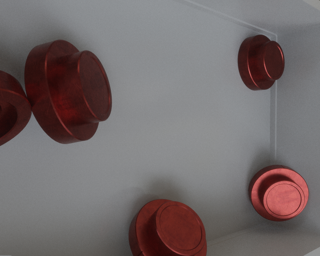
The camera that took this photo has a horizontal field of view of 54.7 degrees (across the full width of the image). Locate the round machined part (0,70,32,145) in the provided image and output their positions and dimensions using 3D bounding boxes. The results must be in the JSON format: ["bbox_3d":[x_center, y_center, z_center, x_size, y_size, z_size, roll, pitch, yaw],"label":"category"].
[{"bbox_3d":[-0.157,-0.016,0.239,0.099,0.097,0.042,-17,68,-39],"label":"round machined part"}]

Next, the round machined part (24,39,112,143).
[{"bbox_3d":[-0.079,-0.036,0.296,0.098,0.042,0.097,-12,90,-77],"label":"round machined part"}]

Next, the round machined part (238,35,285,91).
[{"bbox_3d":[0.185,-0.117,0.550,0.099,0.042,0.097,0,90,-40],"label":"round machined part"}]

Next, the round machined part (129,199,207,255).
[{"bbox_3d":[0.016,0.128,0.374,0.099,0.042,0.098,21,39,-18],"label":"round machined part"}]

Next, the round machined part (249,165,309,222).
[{"bbox_3d":[0.206,0.116,0.533,0.099,0.042,0.097,0,99,3],"label":"round machined part"}]
